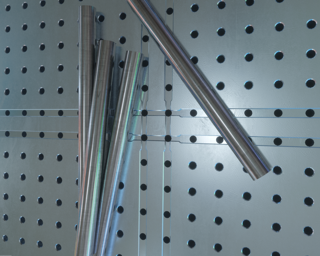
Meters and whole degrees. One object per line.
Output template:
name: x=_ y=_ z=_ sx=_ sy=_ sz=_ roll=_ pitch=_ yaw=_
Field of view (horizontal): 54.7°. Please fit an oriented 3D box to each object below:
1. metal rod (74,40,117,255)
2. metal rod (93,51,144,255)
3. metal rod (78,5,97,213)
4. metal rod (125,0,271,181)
metal rod: x=-0.089 y=0.028 z=0.428 sx=0.025 sy=0.025 sz=0.298 roll=4 pitch=86 yaw=19
metal rod: x=-0.063 y=0.043 z=0.433 sx=0.025 sy=0.025 sz=0.298 roll=13 pitch=94 yaw=19
metal rod: x=-0.105 y=-0.024 z=0.448 sx=0.025 sy=0.025 sz=0.298 roll=0 pitch=90 yaw=19
metal rod: x=0.040 y=-0.066 z=0.397 sx=0.025 sy=0.025 sz=0.299 roll=-37 pitch=79 yaw=16
